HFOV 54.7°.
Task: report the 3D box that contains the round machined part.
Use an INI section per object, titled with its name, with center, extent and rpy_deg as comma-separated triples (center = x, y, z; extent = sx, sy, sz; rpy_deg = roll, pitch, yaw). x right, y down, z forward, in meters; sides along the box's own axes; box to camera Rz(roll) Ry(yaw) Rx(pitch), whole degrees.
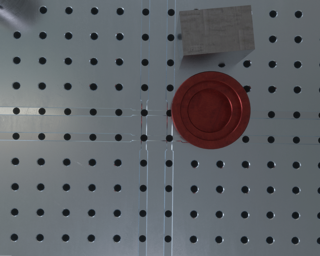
[round machined part]
center = 0.064, -0.022, 0.405
extent = 0.099, 0.042, 0.097
rpy_deg = 0, 90, 0

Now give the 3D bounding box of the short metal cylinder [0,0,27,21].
[short metal cylinder]
center = -0.220, -0.186, 0.399
extent = 0.081, 0.050, 0.080
rpy_deg = 0, 90, 0

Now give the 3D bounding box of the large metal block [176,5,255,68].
[large metal block]
center = 0.064, -0.110, 0.386
extent = 0.080, 0.080, 0.050
rpy_deg = -5, 90, 0
